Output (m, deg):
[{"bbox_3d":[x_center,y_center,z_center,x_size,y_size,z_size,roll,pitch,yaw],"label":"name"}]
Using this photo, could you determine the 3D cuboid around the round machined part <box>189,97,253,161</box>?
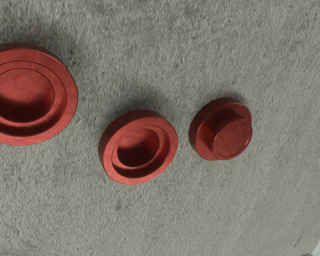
[{"bbox_3d":[0.095,0.008,0.452,0.099,0.042,0.097,-14,124,-21],"label":"round machined part"}]

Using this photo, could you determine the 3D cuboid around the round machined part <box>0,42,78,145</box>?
[{"bbox_3d":[-0.134,-0.035,0.301,0.099,0.042,0.097,-14,124,-21],"label":"round machined part"}]

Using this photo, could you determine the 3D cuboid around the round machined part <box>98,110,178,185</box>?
[{"bbox_3d":[-0.030,0.020,0.392,0.099,0.042,0.097,-14,124,-21],"label":"round machined part"}]
